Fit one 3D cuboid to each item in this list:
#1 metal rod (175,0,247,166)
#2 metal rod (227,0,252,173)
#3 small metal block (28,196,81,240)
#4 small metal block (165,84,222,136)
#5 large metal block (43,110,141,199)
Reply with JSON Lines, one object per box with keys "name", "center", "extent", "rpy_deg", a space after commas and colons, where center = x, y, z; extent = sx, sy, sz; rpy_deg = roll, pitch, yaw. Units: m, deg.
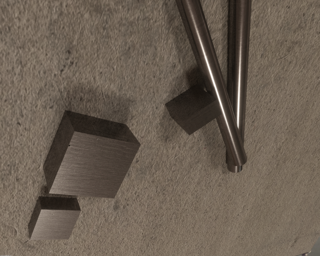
{"name": "metal rod", "center": [0.067, -0.062, 0.391], "extent": [0.025, 0.025, 0.299], "rpy_deg": [-32, 124, -8]}
{"name": "metal rod", "center": [0.109, -0.055, 0.434], "extent": [0.025, 0.025, 0.298], "rpy_deg": [-20, 126, -17]}
{"name": "small metal block", "center": [-0.138, 0.118, 0.405], "extent": [0.050, 0.025, 0.050], "rpy_deg": [13, 112, -34]}
{"name": "small metal block", "center": [0.042, -0.025, 0.400], "extent": [0.050, 0.050, 0.025], "rpy_deg": [-33, 129, -7]}
{"name": "large metal block", "center": [-0.082, 0.033, 0.367], "extent": [0.081, 0.050, 0.080], "rpy_deg": [14, 111, -35]}
